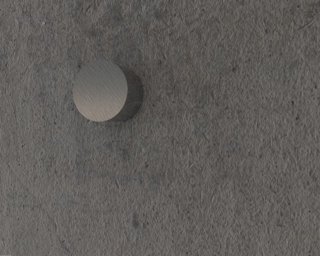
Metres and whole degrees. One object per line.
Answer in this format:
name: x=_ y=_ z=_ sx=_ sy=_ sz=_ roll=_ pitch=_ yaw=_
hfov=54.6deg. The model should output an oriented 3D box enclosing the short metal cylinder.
short metal cylinder: x=-0.069 y=-0.048 z=0.421 sx=0.080 sy=0.050 sz=0.080 roll=0 pitch=90 yaw=20
